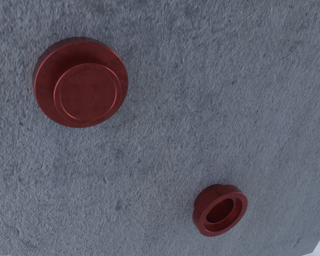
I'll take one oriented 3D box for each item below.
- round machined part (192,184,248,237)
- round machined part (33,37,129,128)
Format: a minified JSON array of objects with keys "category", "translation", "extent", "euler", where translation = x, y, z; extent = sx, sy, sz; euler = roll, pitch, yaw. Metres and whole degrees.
[{"category":"round machined part","translation":[0.098,0.136,0.533],"extent":[0.099,0.042,0.097],"euler":[-14,124,-21]},{"category":"round machined part","translation":[-0.080,-0.042,0.326],"extent":[0.099,0.042,0.097],"euler":[-14,124,-21]}]
